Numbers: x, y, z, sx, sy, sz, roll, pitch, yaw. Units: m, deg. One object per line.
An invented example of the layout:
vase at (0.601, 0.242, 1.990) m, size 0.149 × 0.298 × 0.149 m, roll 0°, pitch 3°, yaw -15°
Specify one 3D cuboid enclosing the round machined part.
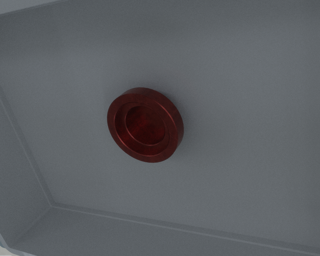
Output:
round machined part at (-0.015, -0.007, 0.398) m, size 0.098 × 0.042 × 0.097 m, roll 13°, pitch 124°, yaw 21°
